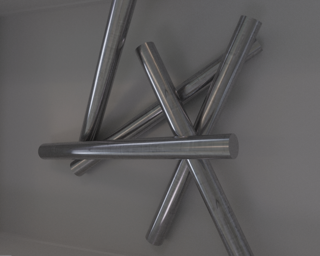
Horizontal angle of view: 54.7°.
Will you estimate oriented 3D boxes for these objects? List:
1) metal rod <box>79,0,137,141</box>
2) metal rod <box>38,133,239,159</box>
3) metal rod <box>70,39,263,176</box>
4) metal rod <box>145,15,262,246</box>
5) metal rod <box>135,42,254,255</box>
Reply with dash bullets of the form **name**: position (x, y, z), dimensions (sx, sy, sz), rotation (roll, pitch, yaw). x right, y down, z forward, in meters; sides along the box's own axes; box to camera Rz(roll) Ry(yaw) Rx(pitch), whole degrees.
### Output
- **metal rod**: position (-0.057, -0.090, 0.362), dimensions (0.025, 0.025, 0.298), rotation (36, 128, 16)
- **metal rod**: position (-0.051, 0.027, 0.384), dimensions (0.300, 0.025, 0.025), rotation (-4, 89, 35)
- **metal rod**: position (-0.003, -0.021, 0.411), dimensions (0.300, 0.025, 0.025), rotation (-34, 79, 16)
- **metal rod**: position (0.047, 0.014, 0.378), dimensions (0.025, 0.025, 0.298), rotation (27, 104, 18)
- **metal rod**: position (0.043, 0.038, 0.352), dimensions (0.025, 0.025, 0.299), rotation (-27, 82, 18)
